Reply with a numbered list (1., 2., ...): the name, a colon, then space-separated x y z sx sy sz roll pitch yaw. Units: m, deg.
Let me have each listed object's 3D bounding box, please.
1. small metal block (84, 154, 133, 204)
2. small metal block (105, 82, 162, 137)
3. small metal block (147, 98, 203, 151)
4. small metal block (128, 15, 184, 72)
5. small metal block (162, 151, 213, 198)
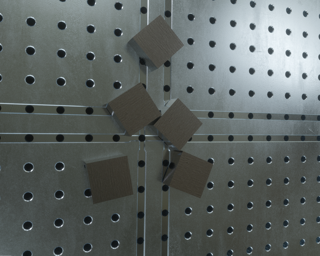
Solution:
1. small metal block: -0.065 0.063 0.390 0.050 0.025 0.050 -10 94 -20
2. small metal block: -0.035 -0.024 0.401 0.050 0.025 0.050 -36 102 -17
3. small metal block: 0.021 -0.005 0.421 0.050 0.025 0.050 45 76 -15
4. small metal block: -0.005 -0.112 0.411 0.050 0.025 0.050 -44 104 -15
5. small metal block: 0.038 0.063 0.428 0.050 0.025 0.050 25 82 -19
